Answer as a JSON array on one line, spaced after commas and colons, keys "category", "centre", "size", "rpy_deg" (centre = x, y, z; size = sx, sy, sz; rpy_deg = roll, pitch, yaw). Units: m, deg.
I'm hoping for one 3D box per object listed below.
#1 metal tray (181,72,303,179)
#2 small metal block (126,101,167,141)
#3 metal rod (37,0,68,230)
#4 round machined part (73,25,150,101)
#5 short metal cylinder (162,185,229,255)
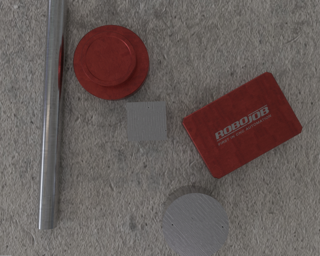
[{"category": "metal tray", "centre": [0.105, -0.004, 0.408], "size": [0.130, 0.030, 0.090], "rpy_deg": [-29, 90, 0]}, {"category": "small metal block", "centre": [-0.017, -0.009, 0.410], "size": [0.050, 0.025, 0.050], "rpy_deg": [-2, 90, 0]}, {"category": "metal rod", "centre": [-0.142, -0.019, 0.408], "size": [0.025, 0.025, 0.298], "rpy_deg": [3, 90, 0]}, {"category": "round machined part", "centre": [-0.063, -0.085, 0.401], "size": [0.099, 0.042, 0.097], "rpy_deg": [0, 90, 0]}, {"category": "short metal cylinder", "centre": [0.043, 0.118, 0.398], "size": [0.081, 0.050, 0.080], "rpy_deg": [0, 90, 0]}]
